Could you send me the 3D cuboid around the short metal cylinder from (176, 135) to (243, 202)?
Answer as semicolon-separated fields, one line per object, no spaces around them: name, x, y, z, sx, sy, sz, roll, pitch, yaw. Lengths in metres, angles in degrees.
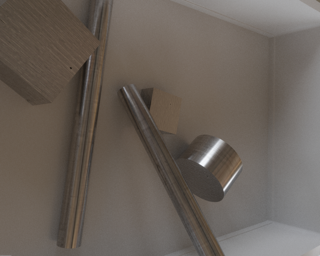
short metal cylinder;0.066;0.056;0.428;0.050;0.080;0.080;-45;118;-31

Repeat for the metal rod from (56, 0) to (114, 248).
metal rod;-0.079;-0.024;0.341;0.025;0.025;0.298;11;83;-40

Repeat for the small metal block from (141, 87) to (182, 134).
small metal block;-0.001;-0.021;0.408;0.050;0.025;0.050;16;80;-39

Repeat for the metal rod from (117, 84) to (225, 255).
metal rod;0.027;0.082;0.343;0.025;0.025;0.299;-17;73;-39

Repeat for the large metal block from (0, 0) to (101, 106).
large metal block;-0.118;-0.078;0.292;0.080;0.050;0.080;46;63;-31
